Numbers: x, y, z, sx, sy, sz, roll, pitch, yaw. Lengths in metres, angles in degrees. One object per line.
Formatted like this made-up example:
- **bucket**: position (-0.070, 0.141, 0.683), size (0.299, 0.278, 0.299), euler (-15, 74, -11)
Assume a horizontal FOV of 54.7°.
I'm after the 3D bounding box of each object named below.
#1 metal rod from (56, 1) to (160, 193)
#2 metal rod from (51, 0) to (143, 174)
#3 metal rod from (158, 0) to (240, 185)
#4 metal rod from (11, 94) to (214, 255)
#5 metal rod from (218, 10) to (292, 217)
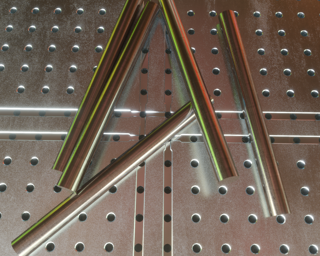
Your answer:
- **metal rod**: position (-0.061, -0.057, 0.422), size (0.025, 0.025, 0.300), euler (18, 67, 6)
- **metal rod**: position (-0.080, -0.078, 0.439), size (0.025, 0.025, 0.299), euler (17, 71, 5)
- **metal rod**: position (0.043, -0.069, 0.415), size (0.025, 0.025, 0.299), euler (-12, 62, -5)
- **metal rod**: position (-0.049, 0.049, 0.393), size (0.301, 0.025, 0.025), euler (-39, 75, -13)
- **metal rod**: position (0.124, -0.034, 0.425), size (0.025, 0.025, 0.299), euler (-8, 70, -3)
